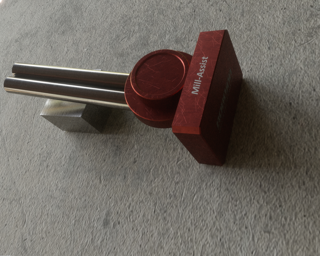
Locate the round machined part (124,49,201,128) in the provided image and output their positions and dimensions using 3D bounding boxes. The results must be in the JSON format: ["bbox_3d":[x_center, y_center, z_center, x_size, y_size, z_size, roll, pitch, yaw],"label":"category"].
[{"bbox_3d":[0.005,-0.052,0.360,0.098,0.042,0.098,-6,63,13],"label":"round machined part"}]

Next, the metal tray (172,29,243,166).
[{"bbox_3d":[0.059,-0.033,0.351,0.030,0.090,0.130,4,63,30],"label":"metal tray"}]

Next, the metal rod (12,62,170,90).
[{"bbox_3d":[-0.072,-0.065,0.424,0.301,0.025,0.025,9,65,17],"label":"metal rod"}]

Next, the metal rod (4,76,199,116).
[{"bbox_3d":[-0.080,-0.041,0.414,0.301,0.025,0.025,9,66,18],"label":"metal rod"}]

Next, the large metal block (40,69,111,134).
[{"bbox_3d":[-0.120,-0.040,0.470,0.080,0.050,0.080,4,63,29],"label":"large metal block"}]
